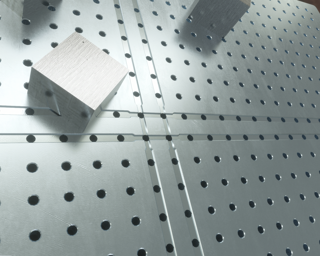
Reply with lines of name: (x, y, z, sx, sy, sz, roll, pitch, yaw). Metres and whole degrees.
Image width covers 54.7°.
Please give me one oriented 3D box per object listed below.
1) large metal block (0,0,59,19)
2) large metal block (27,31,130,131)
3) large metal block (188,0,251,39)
large metal block: (-0.168, -0.205, 0.408, 0.050, 0.080, 0.080, 40, 51, -2)
large metal block: (-0.097, -0.057, 0.375, 0.080, 0.050, 0.080, 35, 51, -5)
large metal block: (0.110, -0.228, 0.574, 0.080, 0.080, 0.050, 26, 53, -13)
